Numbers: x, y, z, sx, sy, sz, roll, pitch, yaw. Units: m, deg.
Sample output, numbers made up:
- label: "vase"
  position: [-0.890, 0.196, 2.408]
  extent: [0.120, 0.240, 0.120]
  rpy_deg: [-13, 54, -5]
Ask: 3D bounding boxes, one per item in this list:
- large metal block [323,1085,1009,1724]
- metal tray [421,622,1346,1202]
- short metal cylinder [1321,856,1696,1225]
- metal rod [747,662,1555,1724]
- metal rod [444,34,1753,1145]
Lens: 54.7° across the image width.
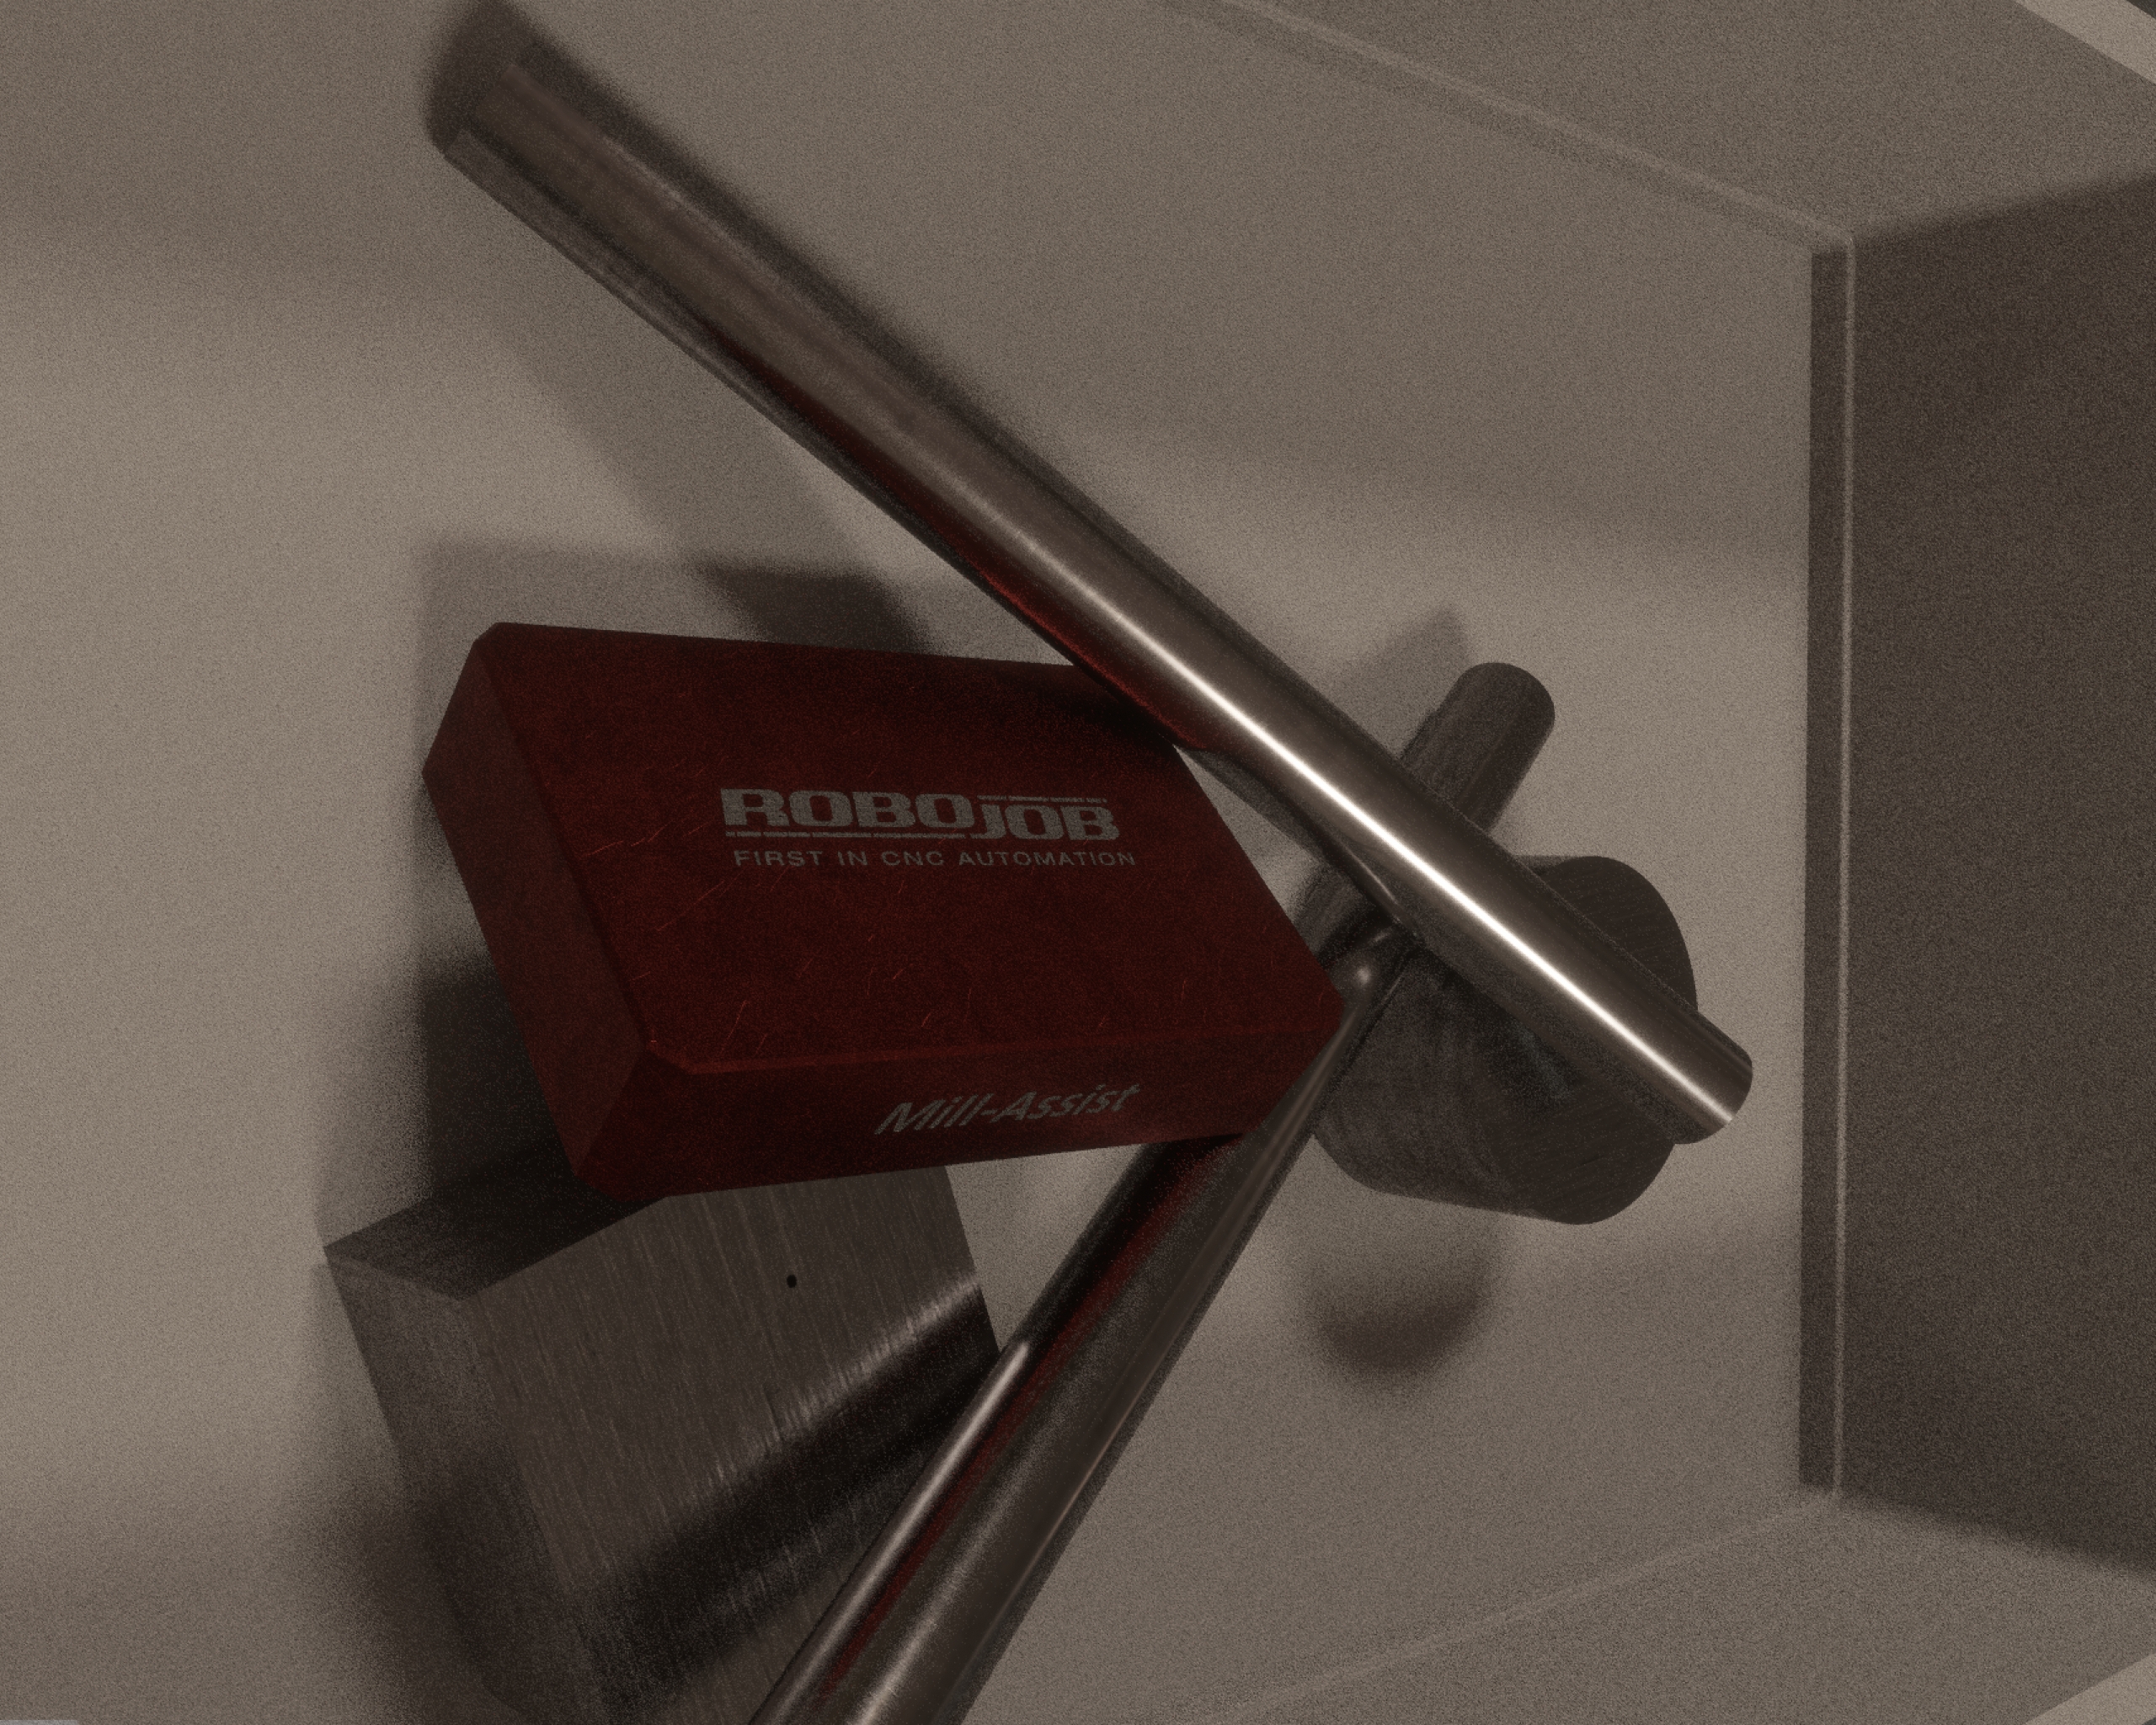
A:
- label: "large metal block"
  position: [-0.061, 0.084, 0.335]
  extent: [0.081, 0.050, 0.080]
  rpy_deg: [-25, 106, -38]
- label: "metal tray"
  position: [-0.029, 0.005, 0.342]
  extent: [0.131, 0.030, 0.090]
  rpy_deg: [0, 46, -39]
- label: "short metal cylinder"
  position: [0.095, 0.038, 0.469]
  extent: [0.081, 0.050, 0.079]
  rpy_deg: [0, 90, -40]
- label: "metal rod"
  position: [0.030, 0.047, 0.384]
  extent: [0.301, 0.025, 0.025]
  rpy_deg: [-50, 121, -44]
- label: "metal rod"
  position: [0.019, -0.037, 0.384]
  extent: [0.301, 0.025, 0.025]
  rpy_deg: [37, 67, -21]
